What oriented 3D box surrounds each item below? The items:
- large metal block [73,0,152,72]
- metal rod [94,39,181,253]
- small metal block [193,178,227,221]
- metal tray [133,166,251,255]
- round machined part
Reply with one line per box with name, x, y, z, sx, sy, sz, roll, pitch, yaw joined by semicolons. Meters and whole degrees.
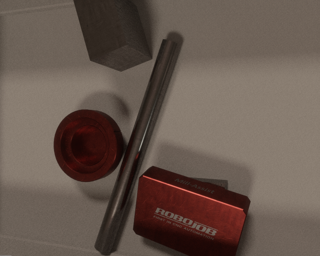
large metal block;-0.058;-0.125;0.401;0.050;0.080;0.080;-18;84;19
metal rod;-0.032;0.029;0.420;0.025;0.025;0.298;21;97;18
small metal block;0.058;0.091;0.390;0.050;0.025;0.050;1;91;19
metal tray;0.035;0.109;0.381;0.130;0.030;0.089;16;113;19
round machined part;-0.095;0.024;0.434;0.098;0.042;0.097;0;90;19
